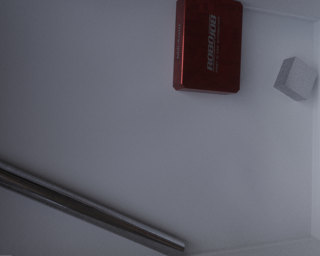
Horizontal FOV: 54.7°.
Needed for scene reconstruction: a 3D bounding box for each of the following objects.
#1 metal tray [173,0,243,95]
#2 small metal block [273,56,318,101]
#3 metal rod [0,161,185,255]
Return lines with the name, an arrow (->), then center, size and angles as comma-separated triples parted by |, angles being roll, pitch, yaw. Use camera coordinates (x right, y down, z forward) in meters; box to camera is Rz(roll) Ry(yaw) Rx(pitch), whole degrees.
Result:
metal tray -> 0.068, -0.115, 0.434 | 0.091, 0.030, 0.129 | 3, 89, -21
small metal block -> 0.216, -0.077, 0.492 | 0.050, 0.025, 0.050 | 27, 81, -19
metal rod -> -0.099, 0.096, 0.374 | 0.301, 0.025, 0.025 | 29, 80, -18
